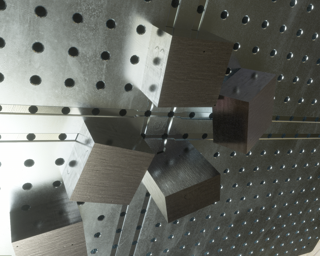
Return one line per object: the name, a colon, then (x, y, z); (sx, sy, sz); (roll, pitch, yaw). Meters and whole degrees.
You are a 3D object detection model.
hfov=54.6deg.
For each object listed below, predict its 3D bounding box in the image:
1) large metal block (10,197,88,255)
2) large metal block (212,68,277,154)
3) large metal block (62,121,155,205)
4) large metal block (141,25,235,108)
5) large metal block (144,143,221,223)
large metal block: (-0.143, 0.145, 0.406); (0.081, 0.050, 0.079); (-12, 124, -22)
large metal block: (0.114, -0.025, 0.421); (0.080, 0.050, 0.080); (-39, 135, -36)
large metal block: (-0.066, 0.046, 0.387); (0.081, 0.050, 0.080); (14, 111, -34)
large metal block: (0.030, -0.071, 0.367); (0.081, 0.050, 0.079); (-2, 119, -27)
large metal block: (0.028, 0.073, 0.436); (0.081, 0.080, 0.050); (-18, 126, -18)
